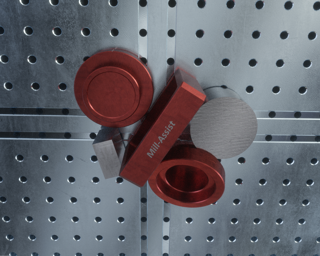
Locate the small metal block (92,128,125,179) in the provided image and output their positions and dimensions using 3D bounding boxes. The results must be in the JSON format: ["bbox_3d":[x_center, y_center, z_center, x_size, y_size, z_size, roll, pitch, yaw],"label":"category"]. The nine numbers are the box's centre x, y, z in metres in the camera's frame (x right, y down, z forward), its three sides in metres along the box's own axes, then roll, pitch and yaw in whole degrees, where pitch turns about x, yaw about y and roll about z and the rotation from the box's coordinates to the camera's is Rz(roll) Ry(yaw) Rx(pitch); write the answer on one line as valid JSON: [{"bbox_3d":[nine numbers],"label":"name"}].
[{"bbox_3d":[-0.064,0.031,0.406,0.025,0.050,0.050,-14,110,5],"label":"small metal block"}]

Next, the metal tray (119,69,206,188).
[{"bbox_3d":[0.001,-0.003,0.373,0.030,0.090,0.129,31,107,-11],"label":"metal tray"}]

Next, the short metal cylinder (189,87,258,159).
[{"bbox_3d":[0.076,-0.007,0.394,0.081,0.050,0.079,0,110,0],"label":"short metal cylinder"}]

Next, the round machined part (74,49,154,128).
[{"bbox_3d":[-0.057,-0.045,0.382,0.099,0.042,0.097,0,110,0],"label":"round machined part"}]

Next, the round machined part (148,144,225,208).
[{"bbox_3d":[0.037,0.059,0.410,0.098,0.042,0.097,7,132,8],"label":"round machined part"}]
